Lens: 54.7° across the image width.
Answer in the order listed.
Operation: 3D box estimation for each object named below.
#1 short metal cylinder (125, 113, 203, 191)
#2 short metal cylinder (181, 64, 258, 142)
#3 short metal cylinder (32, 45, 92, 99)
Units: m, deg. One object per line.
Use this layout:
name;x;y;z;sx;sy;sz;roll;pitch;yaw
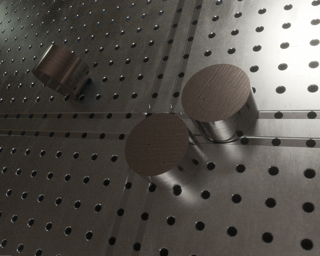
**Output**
short metal cylinder;0.006;0.029;0.371;0.080;0.050;0.080;-13;56;20
short metal cylinder;0.072;-0.030;0.372;0.080;0.050;0.080;-13;56;20
short metal cylinder;-0.160;-0.091;0.510;0.080;0.080;0.050;18;71;34
